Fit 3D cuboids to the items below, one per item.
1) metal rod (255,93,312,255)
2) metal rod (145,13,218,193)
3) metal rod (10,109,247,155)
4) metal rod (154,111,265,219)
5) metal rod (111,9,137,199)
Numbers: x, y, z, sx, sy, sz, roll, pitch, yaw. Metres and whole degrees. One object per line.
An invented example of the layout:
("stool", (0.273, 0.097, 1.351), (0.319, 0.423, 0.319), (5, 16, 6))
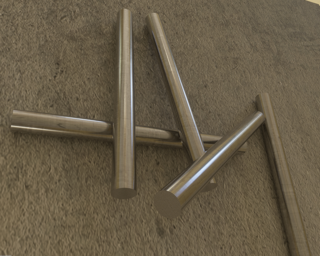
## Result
("metal rod", (0.180, 0.076, 0.453), (0.025, 0.025, 0.299), (12, 57, -22))
("metal rod", (0.020, -0.055, 0.425), (0.025, 0.025, 0.299), (4, 53, -26))
("metal rod", (-0.019, 0.010, 0.387), (0.302, 0.025, 0.025), (7, 59, -24))
("metal rod", (0.081, 0.023, 0.374), (0.025, 0.025, 0.302), (51, 33, 8))
("metal rod", (-0.045, -0.055, 0.389), (0.025, 0.025, 0.300), (13, 49, -21))
